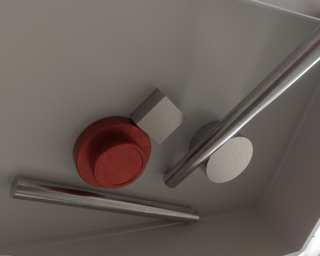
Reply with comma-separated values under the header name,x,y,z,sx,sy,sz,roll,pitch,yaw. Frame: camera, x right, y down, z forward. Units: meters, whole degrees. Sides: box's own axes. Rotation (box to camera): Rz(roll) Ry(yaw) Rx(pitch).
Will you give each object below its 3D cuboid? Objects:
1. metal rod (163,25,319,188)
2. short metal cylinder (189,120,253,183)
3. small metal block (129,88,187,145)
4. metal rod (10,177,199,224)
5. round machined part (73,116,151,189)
name,x,y,z,sx,sy,sz,roll,pitch,yaw
metal rod,0.092,-0.008,0.379,0.025,0.025,0.298,10,138,-33
short metal cylinder,0.091,0.035,0.466,0.081,0.050,0.079,-14,125,-21
small metal block,-0.002,-0.015,0.400,0.050,0.025,0.050,-45,130,2
metal rod,-0.055,0.111,0.448,0.302,0.025,0.025,20,107,-36
round machined part,-0.056,0.038,0.392,0.099,0.042,0.097,-14,125,-21
